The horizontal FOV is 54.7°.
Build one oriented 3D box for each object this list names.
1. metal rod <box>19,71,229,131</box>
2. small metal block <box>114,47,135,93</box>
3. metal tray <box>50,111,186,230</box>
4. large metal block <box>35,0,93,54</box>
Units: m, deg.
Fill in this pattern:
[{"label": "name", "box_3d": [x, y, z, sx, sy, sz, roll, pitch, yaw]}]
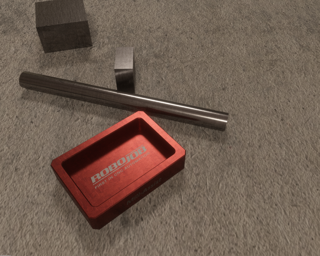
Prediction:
[{"label": "metal rod", "box_3d": [-0.057, -0.040, 0.435, 0.301, 0.025, 0.025, 13, 51, 10]}, {"label": "small metal block", "box_3d": [-0.051, -0.084, 0.457, 0.025, 0.050, 0.050, -1, 50, -1]}, {"label": "metal tray", "box_3d": [-0.046, 0.043, 0.363, 0.131, 0.030, 0.090, -32, 57, -25]}, {"label": "large metal block", "box_3d": [-0.166, -0.179, 0.535, 0.081, 0.050, 0.080, -12, 51, -10]}]
